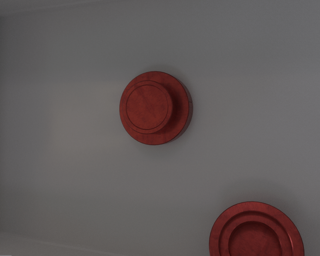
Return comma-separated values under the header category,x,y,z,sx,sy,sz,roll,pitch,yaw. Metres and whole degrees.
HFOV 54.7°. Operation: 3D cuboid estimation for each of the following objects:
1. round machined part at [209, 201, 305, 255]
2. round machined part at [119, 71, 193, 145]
category,x,y,z,sx,sy,sz,roll,pitch,yaw
round machined part,0.107,0.136,0.351,0.098,0.042,0.098,-6,64,13
round machined part,-0.010,-0.026,0.405,0.098,0.042,0.097,0,90,20
